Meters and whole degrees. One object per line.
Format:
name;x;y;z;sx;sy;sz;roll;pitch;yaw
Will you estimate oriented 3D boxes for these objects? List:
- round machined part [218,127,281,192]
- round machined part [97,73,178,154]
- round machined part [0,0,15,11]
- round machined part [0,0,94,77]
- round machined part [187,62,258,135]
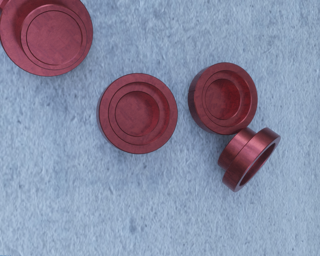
round machined part;0.117;0.038;0.426;0.098;0.098;0.042;-43;64;-15
round machined part;-0.031;-0.017;0.389;0.099;0.042;0.097;0;90;-21
round machined part;-0.172;-0.173;0.336;0.099;0.042;0.097;0;90;-21
round machined part;-0.118;-0.101;0.333;0.099;0.042;0.097;-19;128;-26
round machined part;0.083;-0.039;0.432;0.099;0.042;0.097;0;90;-21
